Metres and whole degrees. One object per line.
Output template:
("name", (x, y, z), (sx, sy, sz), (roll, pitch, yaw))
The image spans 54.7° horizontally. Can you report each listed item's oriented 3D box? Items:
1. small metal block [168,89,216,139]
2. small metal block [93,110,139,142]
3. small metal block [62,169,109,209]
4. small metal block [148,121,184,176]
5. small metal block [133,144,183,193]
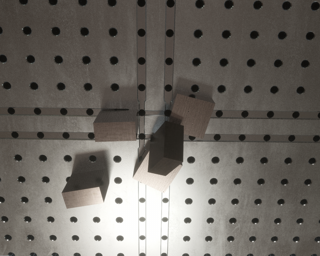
("small metal block", (0.039, -0.019, 0.407), (0.050, 0.025, 0.050), (14, 109, -6))
("small metal block", (-0.055, -0.004, 0.398), (0.050, 0.050, 0.025), (-2, 110, 0))
("small metal block", (-0.101, 0.083, 0.429), (0.050, 0.050, 0.025), (-9, 110, 3))
("small metal block", (0.007, 0.027, 0.391), (0.025, 0.050, 0.050), (15, 147, -18))
("small metal block", (-0.004, 0.056, 0.434), (0.050, 0.025, 0.050), (28, 108, -10))
